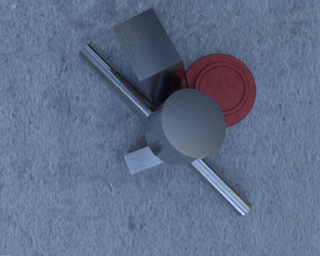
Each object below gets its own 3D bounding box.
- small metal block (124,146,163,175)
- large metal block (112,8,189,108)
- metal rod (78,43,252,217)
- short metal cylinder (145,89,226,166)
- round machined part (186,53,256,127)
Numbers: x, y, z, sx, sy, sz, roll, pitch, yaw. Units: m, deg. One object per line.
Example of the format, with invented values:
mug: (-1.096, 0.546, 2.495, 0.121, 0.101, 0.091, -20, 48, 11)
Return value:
small metal block: (-0.016, 0.036, 0.399, 0.050, 0.050, 0.025, -21, 90, -1)
large metal block: (-0.008, -0.079, 0.373, 0.050, 0.080, 0.080, -26, 68, 1)
metal rod: (0.007, 0.003, 0.412, 0.025, 0.025, 0.300, -45, 91, 0)
short metal cylinder: (0.029, 0.000, 0.362, 0.081, 0.050, 0.080, 7, 72, -22)
round machined part: (0.077, -0.049, 0.403, 0.099, 0.042, 0.097, 0, 90, -1)
